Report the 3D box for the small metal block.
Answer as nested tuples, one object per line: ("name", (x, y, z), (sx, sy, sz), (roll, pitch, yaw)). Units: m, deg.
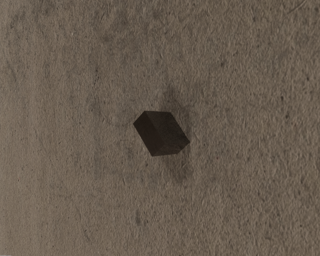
("small metal block", (0.002, 0.006, 0.385), (0.025, 0.050, 0.050), (-46, 63, 30))
